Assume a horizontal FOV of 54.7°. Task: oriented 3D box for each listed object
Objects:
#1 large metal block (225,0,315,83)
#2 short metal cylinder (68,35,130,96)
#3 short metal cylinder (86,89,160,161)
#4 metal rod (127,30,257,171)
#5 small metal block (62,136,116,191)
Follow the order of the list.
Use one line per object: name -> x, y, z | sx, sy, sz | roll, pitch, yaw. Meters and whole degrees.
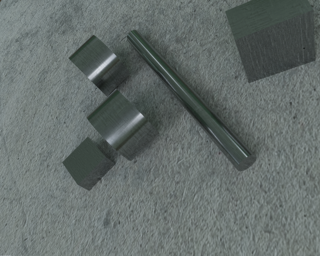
large metal block -> 0.131, -0.108, 0.366 | 0.080, 0.080, 0.050 | -18, 55, 17
short metal cylinder -> -0.092, -0.094, 0.473 | 0.050, 0.080, 0.080 | -45, 51, -3
short metal cylinder -> -0.046, -0.004, 0.394 | 0.050, 0.080, 0.080 | -44, 51, -2
metal rod -> 0.025, -0.057, 0.424 | 0.025, 0.025, 0.300 | -38, 51, 3
small metal block -> -0.098, 0.048, 0.424 | 0.050, 0.025, 0.050 | -46, 52, -4
